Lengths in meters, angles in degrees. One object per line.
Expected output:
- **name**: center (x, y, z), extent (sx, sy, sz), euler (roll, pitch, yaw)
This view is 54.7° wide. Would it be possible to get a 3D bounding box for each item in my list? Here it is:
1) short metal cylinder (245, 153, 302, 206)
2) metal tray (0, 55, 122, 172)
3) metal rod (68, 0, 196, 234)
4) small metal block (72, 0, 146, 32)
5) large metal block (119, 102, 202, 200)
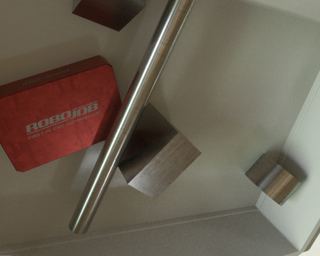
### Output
- **short metal cylinder**: center (0.196, 0.089, 0.538), extent (0.080, 0.080, 0.050), euler (34, 99, -39)
- **metal tray**: center (-0.108, -0.016, 0.338), extent (0.131, 0.030, 0.089), euler (-22, 127, -16)
- **metal rod**: center (-0.040, -0.002, 0.347), extent (0.025, 0.025, 0.298), euler (14, 111, -35)
- **small metal block**: center (-0.048, -0.121, 0.290), extent (0.050, 0.050, 0.025), euler (12, 70, -34)
- **large metal block**: center (-0.010, 0.027, 0.386), extent (0.080, 0.080, 0.050), euler (-46, 130, 3)
